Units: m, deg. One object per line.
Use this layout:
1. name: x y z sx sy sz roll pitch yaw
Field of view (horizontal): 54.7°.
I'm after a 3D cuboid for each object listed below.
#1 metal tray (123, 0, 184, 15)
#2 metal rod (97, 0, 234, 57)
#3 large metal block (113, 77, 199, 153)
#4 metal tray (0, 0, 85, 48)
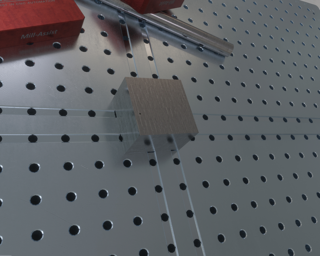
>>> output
1. metal tray: -0.021 -0.234 0.513 0.090 0.030 0.131 42 40 10
2. metal rod: -0.010 -0.185 0.515 0.302 0.025 0.025 18 55 -18
3. large metal block: -0.008 -0.017 0.398 0.081 0.050 0.080 -2 63 -29
4. metal tray: -0.178 -0.156 0.405 0.131 0.030 0.090 -25 75 -37
